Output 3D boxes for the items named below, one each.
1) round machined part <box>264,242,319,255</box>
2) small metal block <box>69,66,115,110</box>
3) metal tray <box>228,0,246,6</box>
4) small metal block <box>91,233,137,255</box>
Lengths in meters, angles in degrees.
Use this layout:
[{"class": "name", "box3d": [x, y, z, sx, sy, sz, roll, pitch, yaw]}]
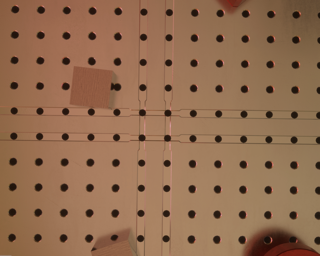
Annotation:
[{"class": "round machined part", "box3d": [0.174, 0.199, 0.407, 0.099, 0.042, 0.097, 0, 90, -1]}, {"class": "small metal block", "box3d": [-0.089, -0.052, 0.412, 0.050, 0.025, 0.050, 7, 90, -1]}, {"class": "metal tray", "box3d": [0.124, -0.240, 0.412, 0.130, 0.030, 0.090, -40, 91, -1]}, {"class": "small metal block", "box3d": [-0.058, 0.176, 0.413, 0.050, 0.025, 0.050, -17, 90, -1]}]
